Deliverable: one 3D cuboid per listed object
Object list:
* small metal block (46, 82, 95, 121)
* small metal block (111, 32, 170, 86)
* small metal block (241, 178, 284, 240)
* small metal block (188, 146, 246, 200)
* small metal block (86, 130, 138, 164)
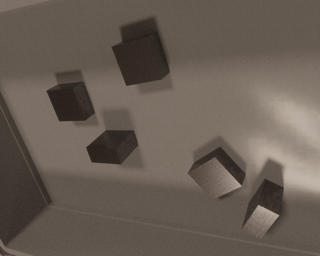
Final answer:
[{"bbox_3d":[-0.129,-0.038,0.451,0.050,0.025,0.050,-1,118,28],"label":"small metal block"},{"bbox_3d":[-0.022,-0.081,0.369,0.050,0.025,0.050,-6,116,30],"label":"small metal block"},{"bbox_3d":[0.128,0.101,0.387,0.025,0.050,0.050,26,127,12],"label":"small metal block"},{"bbox_3d":[0.074,0.060,0.406,0.050,0.025,0.050,47,129,-5],"label":"small metal block"},{"bbox_3d":[-0.067,0.026,0.442,0.050,0.050,0.025,0,118,28],"label":"small metal block"}]
